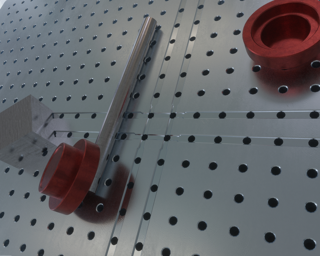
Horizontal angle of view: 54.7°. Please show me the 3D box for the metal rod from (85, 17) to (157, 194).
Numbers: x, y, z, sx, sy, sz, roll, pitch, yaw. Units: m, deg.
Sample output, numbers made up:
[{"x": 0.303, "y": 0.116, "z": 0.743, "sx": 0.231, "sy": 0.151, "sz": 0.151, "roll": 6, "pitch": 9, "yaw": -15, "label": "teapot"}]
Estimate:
[{"x": -0.056, "y": -0.048, "z": 0.467, "sx": 0.025, "sy": 0.025, "sz": 0.300, "roll": 3, "pitch": 63, "yaw": 29, "label": "metal rod"}]

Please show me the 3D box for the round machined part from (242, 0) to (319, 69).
[{"x": 0.156, "y": -0.112, "z": 0.384, "sx": 0.098, "sy": 0.042, "sz": 0.098, "roll": -13, "pitch": 56, "yaw": 21, "label": "round machined part"}]

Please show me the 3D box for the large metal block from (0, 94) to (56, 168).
[{"x": -0.224, "y": 0.005, "z": 0.507, "sx": 0.080, "sy": 0.050, "sz": 0.080, "roll": -29, "pitch": 52, "yaw": 10, "label": "large metal block"}]

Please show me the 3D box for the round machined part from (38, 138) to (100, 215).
[{"x": -0.120, "y": 0.057, "z": 0.398, "sx": 0.098, "sy": 0.042, "sz": 0.098, "roll": -43, "pitch": 31, "yaw": 34, "label": "round machined part"}]
